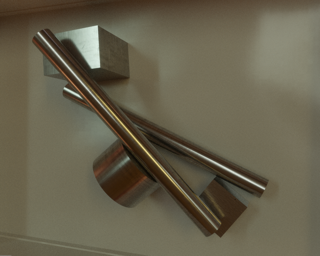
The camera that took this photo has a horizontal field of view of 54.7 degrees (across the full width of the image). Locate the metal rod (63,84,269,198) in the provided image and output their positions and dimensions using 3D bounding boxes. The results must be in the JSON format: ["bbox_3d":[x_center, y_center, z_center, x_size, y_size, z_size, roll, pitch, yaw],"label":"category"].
[{"bbox_3d":[-0.005,0.008,0.410,0.301,0.025,0.025,26,99,17],"label":"metal rod"}]

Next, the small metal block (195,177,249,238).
[{"bbox_3d":[0.073,0.096,0.383,0.050,0.025,0.050,40,102,15],"label":"small metal block"}]

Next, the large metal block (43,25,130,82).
[{"bbox_3d":[-0.096,-0.093,0.413,0.080,0.080,0.050,-4,89,19],"label":"large metal block"}]

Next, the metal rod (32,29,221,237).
[{"bbox_3d":[-0.038,0.005,0.360,0.025,0.025,0.300,-42,90,15],"label":"metal rod"}]

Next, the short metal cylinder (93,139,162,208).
[{"bbox_3d":[-0.037,0.052,0.391,0.050,0.080,0.080,-42,77,15],"label":"short metal cylinder"}]
